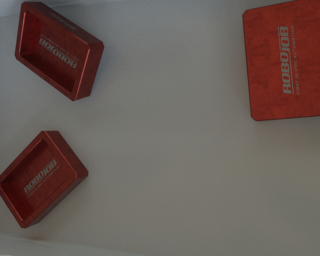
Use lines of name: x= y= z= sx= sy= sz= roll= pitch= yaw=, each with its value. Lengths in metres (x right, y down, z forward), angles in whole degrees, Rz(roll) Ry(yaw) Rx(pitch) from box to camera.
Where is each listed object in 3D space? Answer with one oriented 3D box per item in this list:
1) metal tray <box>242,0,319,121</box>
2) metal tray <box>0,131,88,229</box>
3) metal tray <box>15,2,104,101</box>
metal tray: x=0.147 y=-0.075 z=0.356 sx=0.090 sy=0.030 sz=0.129 roll=-5 pitch=88 yaw=19
metal tray: x=-0.182 y=0.077 z=0.470 sx=0.130 sy=0.030 sz=0.090 roll=-43 pitch=77 yaw=14
metal tray: x=-0.147 y=-0.109 z=0.441 sx=0.130 sy=0.030 sz=0.089 roll=35 pitch=123 yaw=16
